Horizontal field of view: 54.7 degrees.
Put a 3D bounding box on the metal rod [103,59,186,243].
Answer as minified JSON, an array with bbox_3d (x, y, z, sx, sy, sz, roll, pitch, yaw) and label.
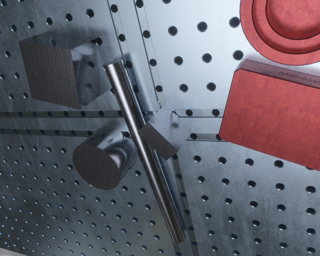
[{"bbox_3d":[-0.014,0.048,0.446,0.025,0.025,0.298,-5,116,30],"label":"metal rod"}]

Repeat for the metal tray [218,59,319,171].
[{"bbox_3d":[0.137,-0.012,0.328,0.130,0.030,0.089,18,126,17],"label":"metal tray"}]

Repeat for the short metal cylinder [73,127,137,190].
[{"bbox_3d":[-0.082,0.045,0.464,0.080,0.050,0.079,13,124,20],"label":"short metal cylinder"}]

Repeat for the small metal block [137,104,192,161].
[{"bbox_3d":[0.007,0.005,0.393,0.050,0.050,0.025,44,129,-3],"label":"small metal block"}]

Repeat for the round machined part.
[{"bbox_3d":[0.123,-0.107,0.269,0.098,0.042,0.097,13,124,20],"label":"round machined part"}]

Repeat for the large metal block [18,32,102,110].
[{"bbox_3d":[-0.130,-0.078,0.413,0.080,0.050,0.079,13,124,20],"label":"large metal block"}]
